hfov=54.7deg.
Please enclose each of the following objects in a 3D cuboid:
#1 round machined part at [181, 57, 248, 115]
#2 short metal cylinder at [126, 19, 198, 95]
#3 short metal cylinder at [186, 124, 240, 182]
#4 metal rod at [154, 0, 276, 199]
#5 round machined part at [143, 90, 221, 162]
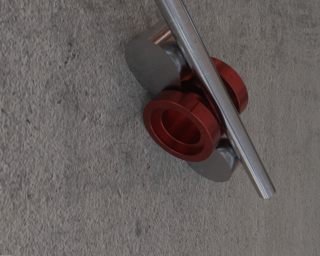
[{"bbox_3d":[0.064,-0.043,0.414,0.042,0.098,0.098,-45,117,-26],"label":"round machined part"},{"bbox_3d":[0.006,-0.084,0.377,0.050,0.080,0.080,-47,118,-30],"label":"short metal cylinder"},{"bbox_3d":[0.077,0.030,0.437,0.050,0.080,0.080,-47,118,-30],"label":"short metal cylinder"},{"bbox_3d":[0.075,-0.026,0.367,0.025,0.025,0.299,-48,119,-29],"label":"metal rod"},{"bbox_3d":[0.031,-0.007,0.385,0.042,0.098,0.098,-49,120,-33],"label":"round machined part"}]
